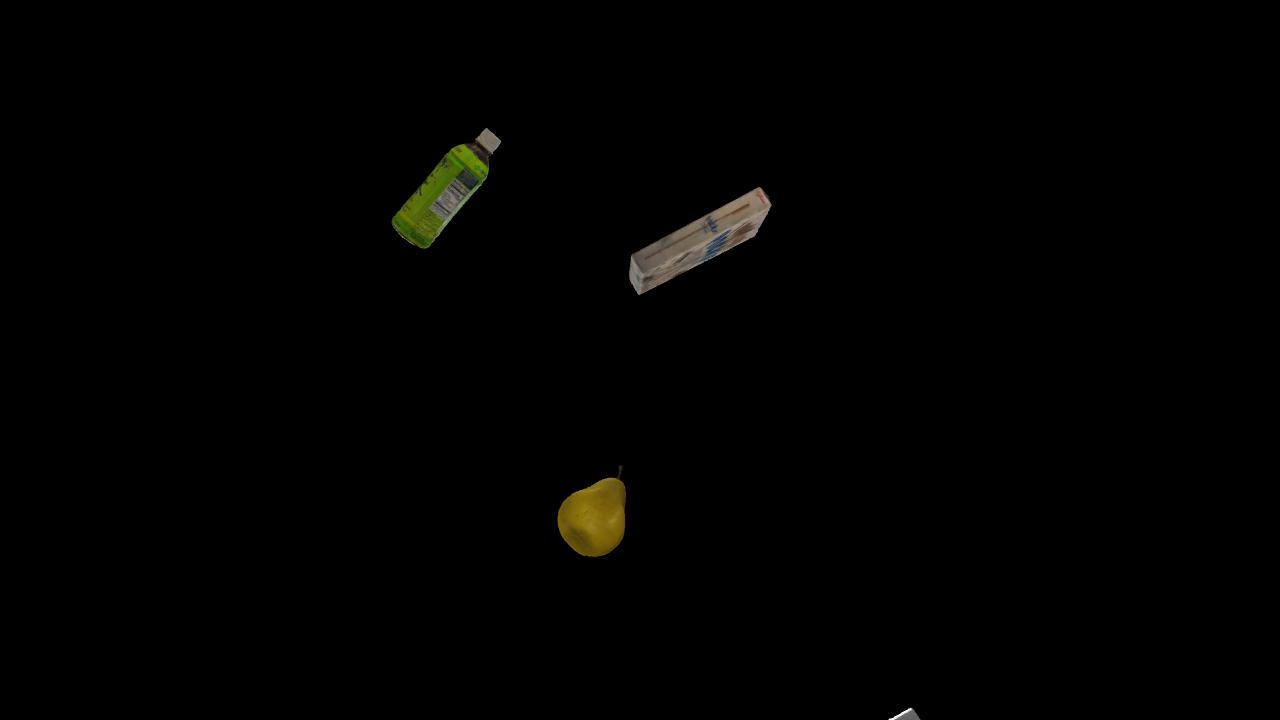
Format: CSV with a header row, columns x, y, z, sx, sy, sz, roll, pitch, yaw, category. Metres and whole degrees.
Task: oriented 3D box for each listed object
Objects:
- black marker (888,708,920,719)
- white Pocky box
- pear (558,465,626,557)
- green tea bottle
x,y,z,sx,sy,sz,roll,pitch,yaw,category
0.146,0.286,0.438,0.121,0.020,0.020,-30,-1,2,black marker
0.061,-0.124,0.656,0.154,0.028,0.084,-28,-8,-6,white Pocky box
-0.043,0.174,0.721,0.080,0.080,0.111,0,30,41,pear
-0.297,-0.272,0.966,0.212,0.073,0.073,-45,-7,7,green tea bottle
